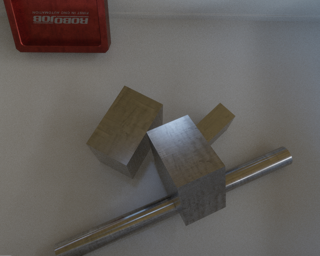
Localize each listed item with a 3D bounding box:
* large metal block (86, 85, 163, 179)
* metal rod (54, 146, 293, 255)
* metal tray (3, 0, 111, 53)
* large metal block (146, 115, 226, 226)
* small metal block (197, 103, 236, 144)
[{"bbox_3d":[-0.038,0.009,0.377,0.050,0.080,0.080,27,72,9],"label":"large metal block"},{"bbox_3d":[0.023,0.090,0.377,0.302,0.025,0.025,-21,72,-8],"label":"metal rod"},{"bbox_3d":[-0.138,-0.152,0.428,0.131,0.089,0.030,0,34,0],"label":"metal tray"},{"bbox_3d":[0.030,0.047,0.343,0.050,0.080,0.080,-23,47,-9],"label":"large metal block"},{"bbox_3d":[0.065,0.002,0.397,0.050,0.050,0.025,-42,76,-14],"label":"small metal block"}]
